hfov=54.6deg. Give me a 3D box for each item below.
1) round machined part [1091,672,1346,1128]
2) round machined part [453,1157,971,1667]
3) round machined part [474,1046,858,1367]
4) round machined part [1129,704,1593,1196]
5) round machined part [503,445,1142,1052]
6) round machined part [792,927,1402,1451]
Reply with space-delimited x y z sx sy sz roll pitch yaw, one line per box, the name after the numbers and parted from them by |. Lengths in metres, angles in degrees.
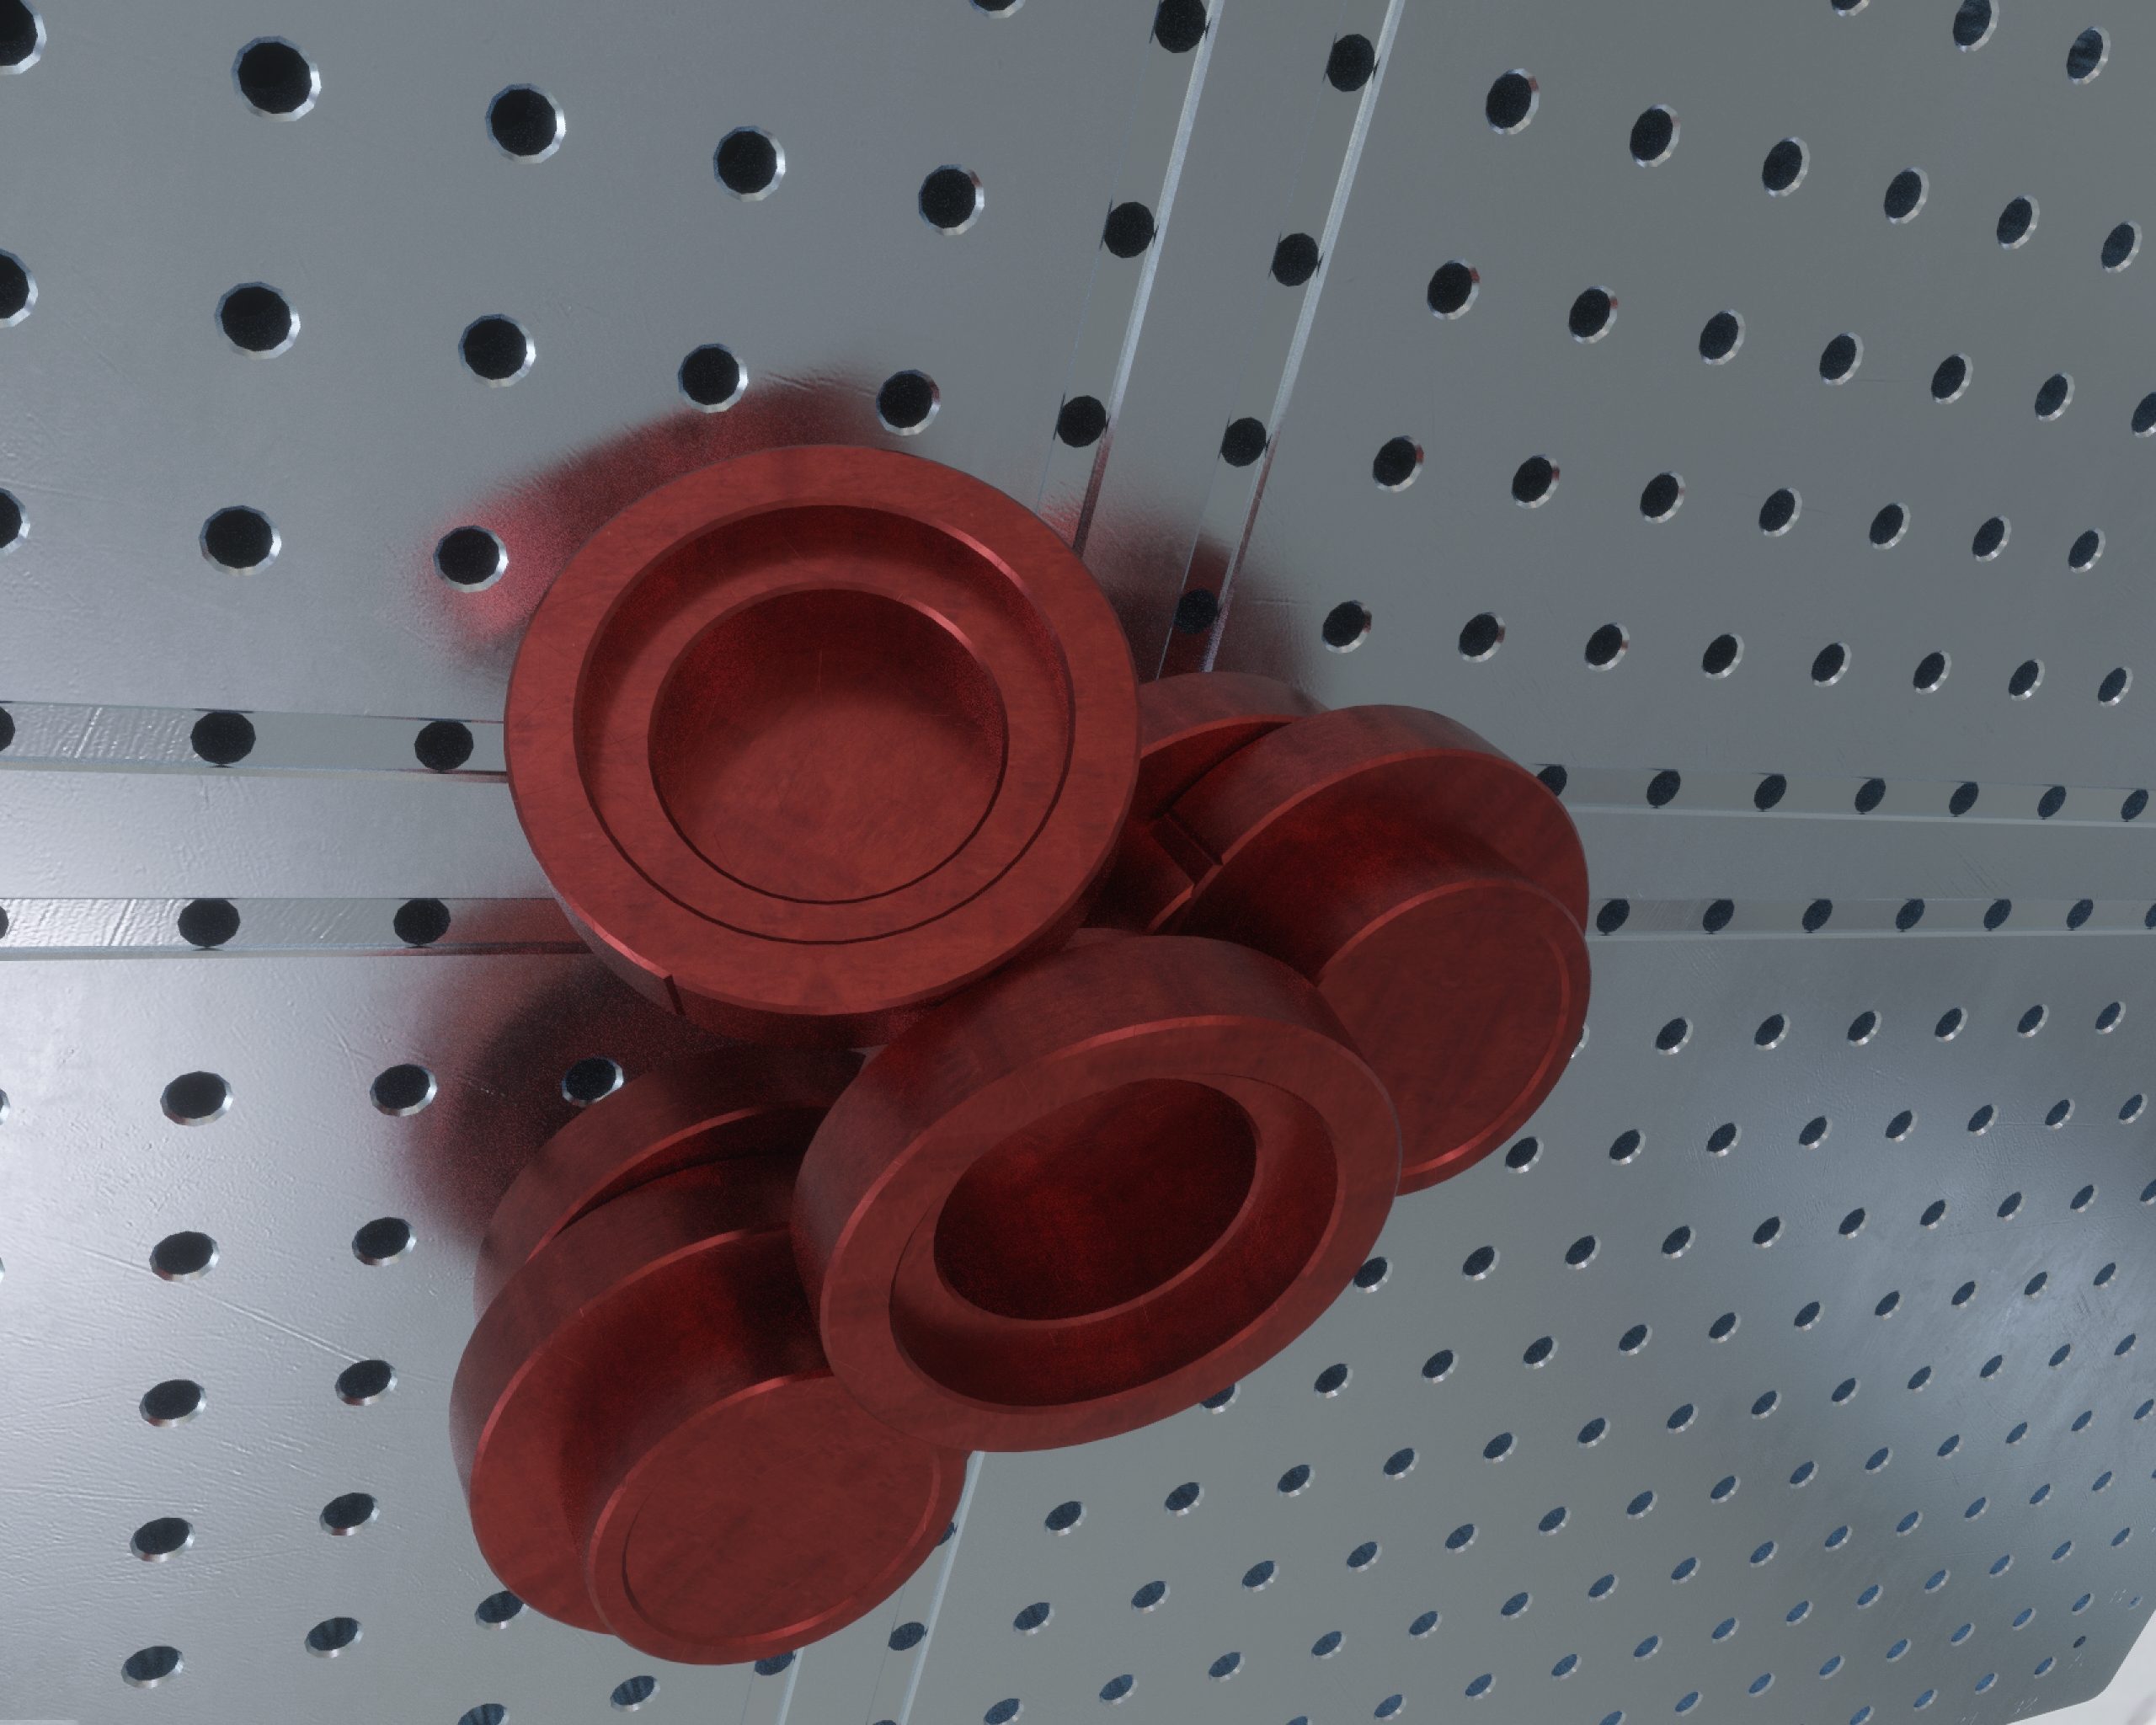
0.026 0.017 0.397 0.099 0.042 0.097 -14 124 -21 | round machined part
-0.059 0.105 0.377 0.099 0.042 0.097 -14 124 -21 | round machined part
-0.059 0.086 0.393 0.099 0.042 0.097 -14 124 -21 | round machined part
0.055 0.023 0.388 0.099 0.042 0.097 -14 124 -21 | round machined part
-0.040 -0.016 0.343 0.099 0.098 0.042 -25 163 -13 | round machined part
0.000 0.050 0.347 0.099 0.042 0.097 -13 131 -15 | round machined part
